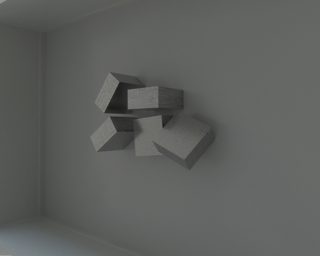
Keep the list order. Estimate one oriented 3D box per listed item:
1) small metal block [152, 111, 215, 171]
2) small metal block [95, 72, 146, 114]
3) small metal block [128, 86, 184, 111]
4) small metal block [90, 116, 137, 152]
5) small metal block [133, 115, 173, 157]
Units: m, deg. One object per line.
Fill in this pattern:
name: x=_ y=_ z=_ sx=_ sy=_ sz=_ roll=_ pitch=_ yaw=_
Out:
small metal block: x=0.028 y=0.014 z=0.365 sx=0.050 sy=0.025 sz=0.050 roll=29 pitch=68 yaw=35
small metal block: x=-0.055 y=-0.047 z=0.434 sx=0.025 sy=0.050 sz=0.050 roll=45 pitch=117 yaw=30
small metal block: x=-0.005 y=-0.036 z=0.393 sx=0.050 sy=0.050 sz=0.025 roll=0 pitch=90 yaw=39
small metal block: x=-0.061 y=0.009 z=0.439 sx=0.050 sy=0.050 sz=0.025 roll=-42 pitch=65 yaw=32
small metal block: x=-0.007 y=0.011 z=0.411 sx=0.050 sy=0.025 sz=0.050 roll=-8 pitch=85 yaw=39
